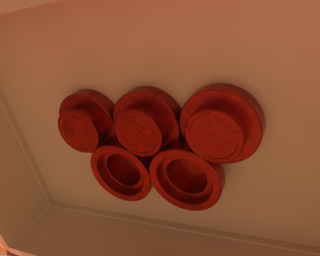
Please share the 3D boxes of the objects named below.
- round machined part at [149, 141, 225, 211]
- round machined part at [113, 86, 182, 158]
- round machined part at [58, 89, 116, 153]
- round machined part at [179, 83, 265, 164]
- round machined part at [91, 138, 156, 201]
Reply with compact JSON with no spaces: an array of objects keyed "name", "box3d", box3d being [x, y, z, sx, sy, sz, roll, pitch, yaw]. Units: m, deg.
[{"name":"round machined part","box3d":[0.039,0.059,0.411,0.098,0.042,0.097,13,124,21]},{"name":"round machined part","box3d":[-0.020,-0.002,0.404,0.098,0.042,0.097,13,123,21]},{"name":"round machined part","box3d":[-0.107,-0.003,0.449,0.098,0.042,0.097,12,123,20]},{"name":"round machined part","box3d":[0.068,0.001,0.359,0.098,0.042,0.097,13,123,21]},{"name":"round machined part","box3d":[-0.049,0.056,0.456,0.098,0.042,0.097,13,124,21]}]
